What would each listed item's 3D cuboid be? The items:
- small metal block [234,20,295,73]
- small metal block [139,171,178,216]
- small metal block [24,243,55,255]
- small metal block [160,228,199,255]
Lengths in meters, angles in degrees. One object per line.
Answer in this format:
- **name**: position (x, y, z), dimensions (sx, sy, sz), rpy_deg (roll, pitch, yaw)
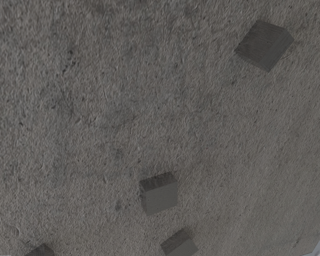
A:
- **small metal block**: position (0.132, -0.106, 0.397), dimensions (0.025, 0.050, 0.050), rpy_deg (28, 103, -38)
- **small metal block**: position (-0.002, 0.099, 0.467), dimensions (0.050, 0.025, 0.050), rpy_deg (-15, 125, -20)
- **small metal block**: position (-0.169, 0.195, 0.419), dimensions (0.050, 0.050, 0.025), rpy_deg (-32, 129, -7)
- **small metal block**: position (0.036, 0.216, 0.560), dimensions (0.050, 0.025, 0.050), rpy_deg (-36, 129, -5)
